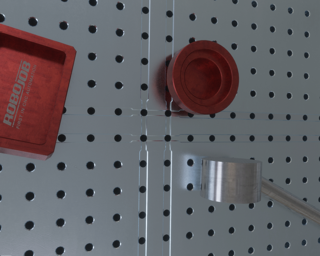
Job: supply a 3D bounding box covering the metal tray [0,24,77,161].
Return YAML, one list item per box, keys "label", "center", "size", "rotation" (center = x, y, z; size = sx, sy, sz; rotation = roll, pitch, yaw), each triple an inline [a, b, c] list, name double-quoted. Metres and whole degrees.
- label: "metal tray"
  center: [-0.148, -0.038, 0.329]
  size: [0.091, 0.030, 0.130]
  rotation: [14, 68, -21]

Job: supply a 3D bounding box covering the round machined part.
- label: "round machined part"
  center: [0.055, -0.066, 0.424]
  size: [0.099, 0.042, 0.097]
  rotation: [0, 90, -20]

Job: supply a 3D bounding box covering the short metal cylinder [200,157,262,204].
- label: "short metal cylinder"
  center: [0.095, 0.068, 0.419]
  size: [0.081, 0.080, 0.050]
  rotation: [3, 89, -20]

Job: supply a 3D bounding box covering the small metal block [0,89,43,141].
- label: "small metal block"
  center: [-0.167, -0.013, 0.351]
  size: [0.050, 0.025, 0.050]
  rotation: [20, 83, -19]

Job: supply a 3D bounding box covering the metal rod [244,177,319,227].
- label: "metal rod"
  center: [0.249, 0.141, 0.505]
  size: [0.301, 0.025, 0.025]
  rotation: [29, 80, -18]
